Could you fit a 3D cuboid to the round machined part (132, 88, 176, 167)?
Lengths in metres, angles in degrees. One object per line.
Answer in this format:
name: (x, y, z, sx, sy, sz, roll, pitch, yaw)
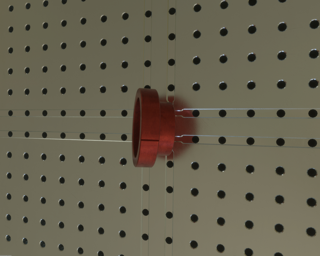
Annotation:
round machined part: (-0.008, 0.000, 0.387, 0.042, 0.098, 0.097, 3, 91, -11)
